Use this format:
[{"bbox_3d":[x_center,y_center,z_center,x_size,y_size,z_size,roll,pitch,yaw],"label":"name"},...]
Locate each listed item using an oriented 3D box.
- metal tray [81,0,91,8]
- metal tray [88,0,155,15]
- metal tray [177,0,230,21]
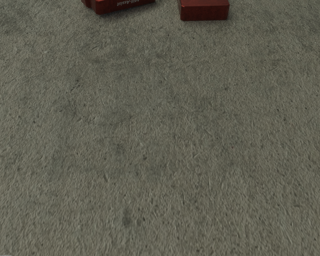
[{"bbox_3d":[-0.098,-0.300,0.610,0.131,0.089,0.030,-24,48,-19],"label":"metal tray"},{"bbox_3d":[-0.083,-0.278,0.619,0.131,0.030,0.090,-22,63,-21],"label":"metal tray"},{"bbox_3d":[0.082,-0.264,0.622,0.091,0.030,0.130,-2,50,-2],"label":"metal tray"}]
